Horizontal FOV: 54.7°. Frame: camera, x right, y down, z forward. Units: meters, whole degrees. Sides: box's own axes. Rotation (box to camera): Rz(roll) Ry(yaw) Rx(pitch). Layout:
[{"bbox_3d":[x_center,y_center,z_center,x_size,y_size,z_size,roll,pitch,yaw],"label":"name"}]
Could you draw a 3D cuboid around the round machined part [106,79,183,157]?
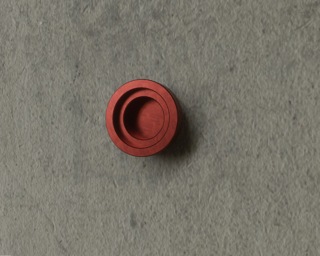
[{"bbox_3d":[-0.017,-0.013,0.405,0.098,0.042,0.097,0,90,19],"label":"round machined part"}]
